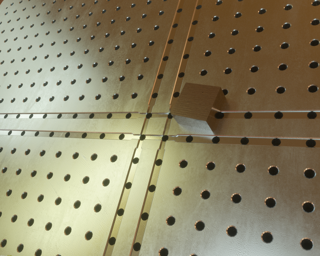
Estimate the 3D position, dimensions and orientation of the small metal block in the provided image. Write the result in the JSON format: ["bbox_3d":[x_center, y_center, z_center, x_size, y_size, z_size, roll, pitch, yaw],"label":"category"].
[{"bbox_3d":[0.050,-0.028,0.399,0.050,0.025,0.050,13,68,33],"label":"small metal block"}]
